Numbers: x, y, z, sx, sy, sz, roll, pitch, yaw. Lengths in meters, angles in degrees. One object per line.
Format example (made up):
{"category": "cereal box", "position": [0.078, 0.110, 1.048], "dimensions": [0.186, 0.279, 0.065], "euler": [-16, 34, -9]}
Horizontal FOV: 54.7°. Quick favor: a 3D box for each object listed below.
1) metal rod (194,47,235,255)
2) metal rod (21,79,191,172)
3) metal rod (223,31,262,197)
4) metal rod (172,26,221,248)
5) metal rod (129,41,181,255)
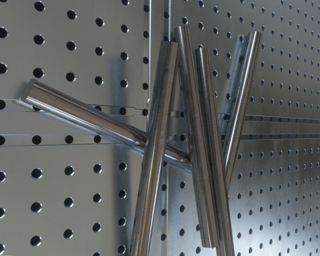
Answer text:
{"category": "metal rod", "position": [0.077, 0.031, 0.447], "dimensions": [0.025, 0.025, 0.298], "euler": [0, 82, -40]}
{"category": "metal rod", "position": [-0.022, 0.018, 0.392], "dimensions": [0.301, 0.025, 0.025], "euler": [27, 73, -37]}
{"category": "metal rod", "position": [0.132, -0.026, 0.522], "dimensions": [0.025, 0.025, 0.299], "euler": [25, 74, -38]}
{"category": "metal rod", "position": [0.049, 0.009, 0.425], "dimensions": [0.025, 0.025, 0.298], "euler": [-4, 84, -40]}
{"category": "metal rod", "position": [-0.009, 0.048, 0.374], "dimensions": [0.025, 0.025, 0.298], "euler": [5, 96, -40]}
